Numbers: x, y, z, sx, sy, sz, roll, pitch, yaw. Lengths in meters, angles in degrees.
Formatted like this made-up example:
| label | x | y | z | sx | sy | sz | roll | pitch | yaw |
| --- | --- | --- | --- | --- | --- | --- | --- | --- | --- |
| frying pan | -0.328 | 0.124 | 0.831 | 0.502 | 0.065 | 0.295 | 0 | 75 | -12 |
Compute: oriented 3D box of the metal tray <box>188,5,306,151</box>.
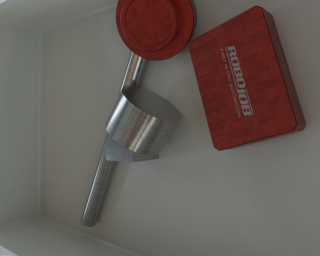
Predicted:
| label | x | y | z | sx | sy | sz | roll | pitch | yaw |
| --- | --- | --- | --- | --- | --- | --- | --- | --- | --- |
| metal tray | 0.088 | -0.049 | 0.330 | 0.090 | 0.030 | 0.129 | -20 | 77 | 37 |

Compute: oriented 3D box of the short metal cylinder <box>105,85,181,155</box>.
| label | x | y | z | sx | sy | sz | roll | pitch | yaw |
| --- | --- | --- | --- | --- | --- | --- | --- | --- | --- |
| short metal cylinder | -0.021 | -0.011 | 0.386 | 0.080 | 0.081 | 0.050 | 44 | 116 | 31 |

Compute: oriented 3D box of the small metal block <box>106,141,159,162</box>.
| label | x | y | z | sx | sy | sz | roll | pitch | yaw |
| --- | --- | --- | --- | --- | --- | --- | --- | --- | --- |
| small metal block | -0.037 | 0.030 | 0.419 | 0.050 | 0.050 | 0.025 | -1 | 89 | 39 |

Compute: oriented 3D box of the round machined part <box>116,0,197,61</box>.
| label | x | y | z | sx | sy | sz | roll | pitch | yaw |
| --- | --- | --- | --- | --- | --- | --- | --- | --- | --- |
| round machined part | -0.008 | -0.129 | 0.371 | 0.098 | 0.042 | 0.097 | 6 | 115 | 14 |

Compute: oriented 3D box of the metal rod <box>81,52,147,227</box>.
| label | x | y | z | sx | sy | sz | roll | pitch | yaw |
| --- | --- | --- | --- | --- | --- | --- | --- | --- | --- |
| metal rod | -0.068 | 0.015 | 0.460 | 0.025 | 0.025 | 0.298 | 30 | 108 | 35 |
